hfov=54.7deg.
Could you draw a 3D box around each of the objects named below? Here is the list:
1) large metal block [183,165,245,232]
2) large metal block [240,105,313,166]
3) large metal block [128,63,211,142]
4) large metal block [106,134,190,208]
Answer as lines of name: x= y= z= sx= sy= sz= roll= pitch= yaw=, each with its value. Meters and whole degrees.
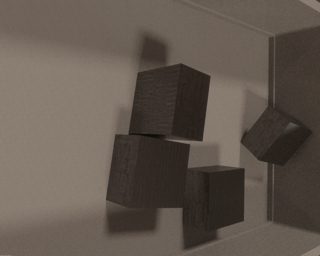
large metal block: x=0.081 y=0.100 z=0.461 sx=0.081 sy=0.050 sz=0.079 roll=1 pitch=89 yaw=-40
large metal block: x=0.203 y=0.016 z=0.539 sx=0.081 sy=0.050 sz=0.080 roll=15 pitch=117 yaw=-39
large metal block: x=0.011 y=-0.028 z=0.382 sx=0.050 sy=0.080 sz=0.080 roll=13 pitch=82 yaw=-40
large metal block: x=-0.013 y=0.053 z=0.381 sx=0.081 sy=0.050 sz=0.080 roll=12 pitch=82 yaw=-40
